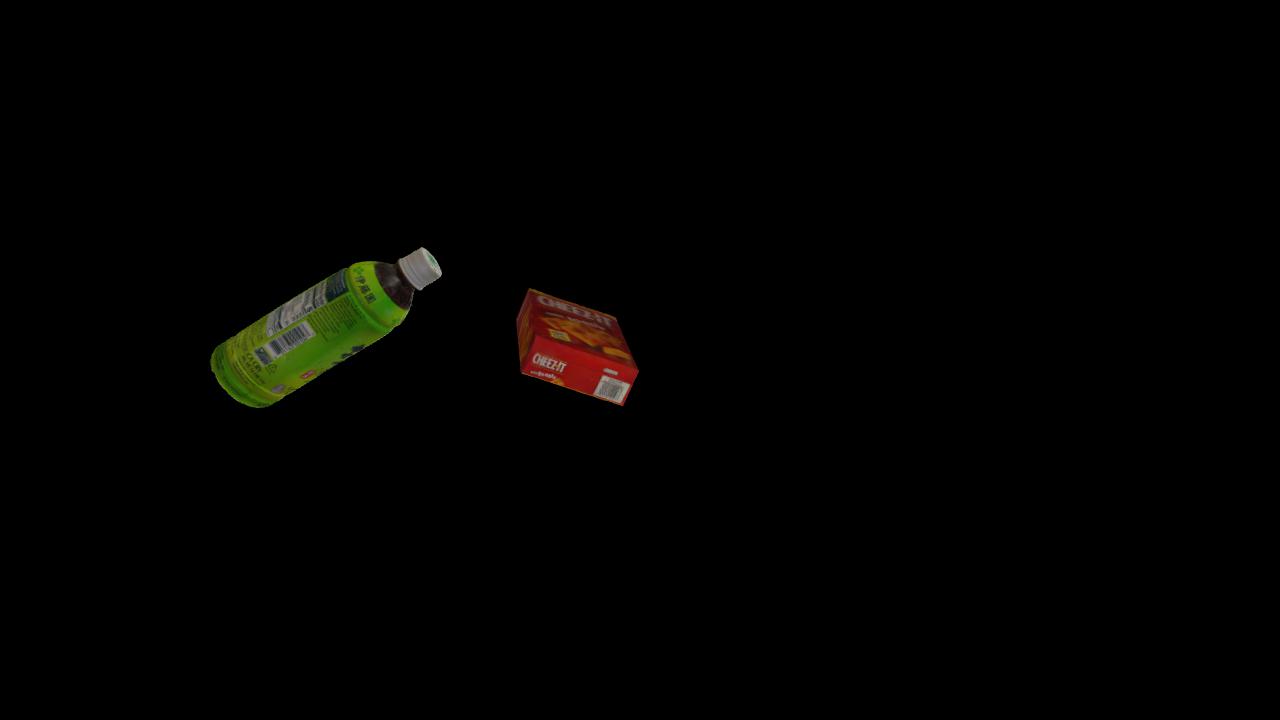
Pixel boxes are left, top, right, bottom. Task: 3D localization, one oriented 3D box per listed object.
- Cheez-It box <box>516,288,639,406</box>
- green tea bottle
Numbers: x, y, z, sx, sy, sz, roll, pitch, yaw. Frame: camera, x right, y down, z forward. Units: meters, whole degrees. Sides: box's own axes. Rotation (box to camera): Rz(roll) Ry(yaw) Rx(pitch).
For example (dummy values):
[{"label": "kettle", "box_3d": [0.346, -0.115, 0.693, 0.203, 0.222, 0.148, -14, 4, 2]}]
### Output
[{"label": "Cheez-It box", "box_3d": [-0.105, -0.027, 0.974, 0.166, 0.071, 0.223, 19, 19, -20]}, {"label": "green tea bottle", "box_3d": [-0.278, -0.035, 0.559, 0.212, 0.073, 0.073, -30, -3, 5]}]
